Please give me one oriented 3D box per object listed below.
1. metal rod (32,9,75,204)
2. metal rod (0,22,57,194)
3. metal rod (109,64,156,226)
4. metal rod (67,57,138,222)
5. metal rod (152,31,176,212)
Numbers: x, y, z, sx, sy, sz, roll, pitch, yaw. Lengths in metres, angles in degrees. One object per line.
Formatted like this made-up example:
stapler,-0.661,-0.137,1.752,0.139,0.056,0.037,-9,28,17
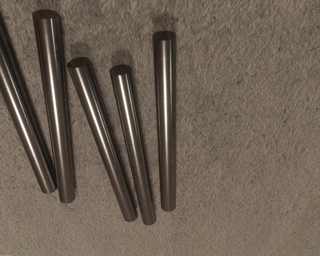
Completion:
metal rod,-0.132,-0.001,0.404,0.025,0.025,0.298,5,130,-5
metal rod,-0.174,-0.021,0.386,0.025,0.025,0.298,-1,130,0
metal rod,-0.032,0.047,0.446,0.025,0.025,0.298,-4,130,3
metal rod,-0.071,0.040,0.439,0.025,0.025,0.298,-6,130,5
metal rod,0.009,0.016,0.421,0.025,0.025,0.298,-2,130,1
